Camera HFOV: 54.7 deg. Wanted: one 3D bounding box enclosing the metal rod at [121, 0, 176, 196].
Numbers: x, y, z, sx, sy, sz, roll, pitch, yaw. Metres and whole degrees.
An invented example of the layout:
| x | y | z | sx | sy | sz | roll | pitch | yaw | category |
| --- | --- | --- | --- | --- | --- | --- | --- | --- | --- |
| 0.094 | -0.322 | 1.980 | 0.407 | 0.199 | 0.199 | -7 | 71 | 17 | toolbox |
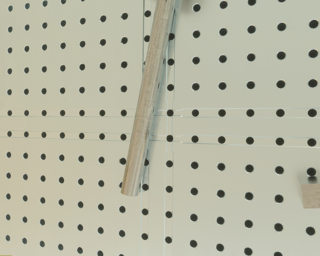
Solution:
| x | y | z | sx | sy | sz | roll | pitch | yaw | category |
| --- | --- | --- | --- | --- | --- | --- | --- | --- | --- |
| -0.013 | -0.056 | 0.417 | 0.025 | 0.025 | 0.298 | 12 | 94 | 19 | metal rod |

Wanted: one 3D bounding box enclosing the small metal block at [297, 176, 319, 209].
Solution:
| x | y | z | sx | sy | sz | roll | pitch | yaw | category |
| --- | --- | --- | --- | --- | --- | --- | --- | --- | --- |
| 0.179 | 0.068 | 0.336 | 0.050 | 0.050 | 0.025 | -7 | 88 | 20 | small metal block |
